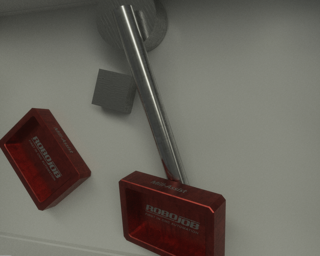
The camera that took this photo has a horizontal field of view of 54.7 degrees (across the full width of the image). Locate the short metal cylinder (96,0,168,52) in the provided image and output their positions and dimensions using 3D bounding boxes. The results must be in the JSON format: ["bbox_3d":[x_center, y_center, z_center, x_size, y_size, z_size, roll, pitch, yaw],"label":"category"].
[{"bbox_3d":[-0.035,-0.140,0.404,0.080,0.050,0.079,2,98,17],"label":"short metal cylinder"}]

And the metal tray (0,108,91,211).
[{"bbox_3d":[-0.175,0.045,0.467,0.090,0.030,0.130,-40,78,15],"label":"metal tray"}]

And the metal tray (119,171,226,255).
[{"bbox_3d":[0.012,0.110,0.372,0.130,0.030,0.089,10,111,34],"label":"metal tray"}]

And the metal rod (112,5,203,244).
[{"bbox_3d":[0.001,0.002,0.379,0.025,0.025,0.298,-16,96,19],"label":"metal rod"}]

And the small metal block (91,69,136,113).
[{"bbox_3d":[-0.062,-0.052,0.431,0.050,0.025,0.050,15,95,19],"label":"small metal block"}]
